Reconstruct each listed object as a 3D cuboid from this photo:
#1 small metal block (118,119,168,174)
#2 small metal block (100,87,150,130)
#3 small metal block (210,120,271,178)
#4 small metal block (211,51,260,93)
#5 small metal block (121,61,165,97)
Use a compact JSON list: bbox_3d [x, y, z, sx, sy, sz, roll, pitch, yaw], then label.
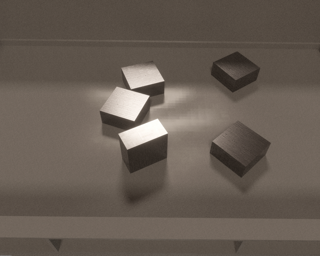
[{"bbox_3d":[-0.019,0.022,0.370,0.050,0.050,0.025,-22,54,-18],"label":"small metal block"},{"bbox_3d":[-0.047,-0.026,0.426,0.050,0.025,0.050,17,52,13],"label":"small metal block"},{"bbox_3d":[0.099,0.025,0.385,0.050,0.025,0.050,-35,59,-26],"label":"small metal block"},{"bbox_3d":[0.117,-0.088,0.480,0.050,0.025,0.050,-27,56,-22],"label":"small metal block"},{"bbox_3d":[-0.026,-0.071,0.465,0.050,0.025,0.050,-16,52,-14],"label":"small metal block"}]
